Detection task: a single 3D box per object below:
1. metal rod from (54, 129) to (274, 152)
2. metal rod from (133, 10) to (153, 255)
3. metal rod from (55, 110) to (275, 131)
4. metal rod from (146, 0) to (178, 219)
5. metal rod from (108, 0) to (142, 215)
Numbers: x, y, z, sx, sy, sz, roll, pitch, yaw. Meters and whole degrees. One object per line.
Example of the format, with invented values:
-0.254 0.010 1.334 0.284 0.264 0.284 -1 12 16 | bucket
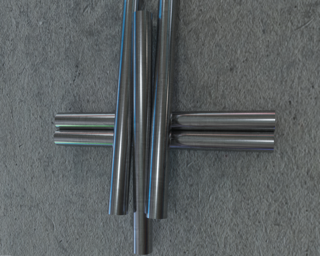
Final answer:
-0.008 0.015 0.413 0.301 0.025 0.025 0 90 19 | metal rod
-0.022 0.005 0.390 0.025 0.025 0.298 0 90 19 | metal rod
-0.007 -0.010 0.413 0.301 0.025 0.025 0 90 19 | metal rod
0.004 -0.042 0.385 0.025 0.025 0.298 0 82 19 | metal rod
-0.044 -0.042 0.402 0.025 0.025 0.298 0 82 19 | metal rod
